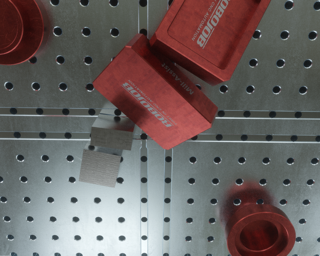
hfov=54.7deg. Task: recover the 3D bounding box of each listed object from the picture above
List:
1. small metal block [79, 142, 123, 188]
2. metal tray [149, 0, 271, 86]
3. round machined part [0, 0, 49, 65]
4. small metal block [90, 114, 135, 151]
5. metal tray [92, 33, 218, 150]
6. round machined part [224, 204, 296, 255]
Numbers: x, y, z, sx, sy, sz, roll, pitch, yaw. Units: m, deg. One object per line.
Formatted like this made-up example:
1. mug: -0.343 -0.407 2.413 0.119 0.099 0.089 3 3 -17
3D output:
1. small metal block: -0.082 0.051 0.431 0.050 0.025 0.050 12 110 -5
2. metal tray: 0.059 -0.123 0.335 0.090 0.030 0.130 31 80 -11
3. round machined part: -0.184 -0.121 0.358 0.099 0.042 0.097 0 110 0
4. small metal block: -0.059 0.004 0.401 0.050 0.050 0.025 8 110 -3
5. metal tray: -0.007 -0.037 0.373 0.130 0.030 0.090 42 138 -14
6. round machined part: 0.145 0.154 0.462 0.099 0.042 0.097 0 110 0
